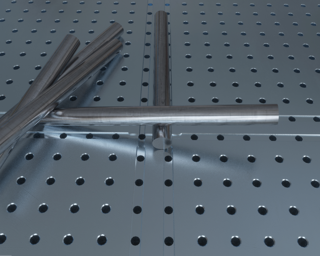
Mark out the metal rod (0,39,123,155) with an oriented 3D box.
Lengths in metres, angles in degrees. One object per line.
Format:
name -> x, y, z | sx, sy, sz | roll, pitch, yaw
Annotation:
metal rod -> -0.133, -0.051, 0.418 | 0.025, 0.025, 0.301 | 19, 43, 15

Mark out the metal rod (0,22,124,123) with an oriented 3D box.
metal rod -> -0.148, -0.078, 0.470 | 0.025, 0.025, 0.301 | 23, 53, 18

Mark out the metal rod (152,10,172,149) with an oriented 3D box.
metal rod -> 0.002, -0.095, 0.487 | 0.025, 0.025, 0.300 | 0, 50, 0

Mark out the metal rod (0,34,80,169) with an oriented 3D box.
metal rod -> -0.177, -0.013, 0.393 | 0.025, 0.025, 0.300 | 13, 58, 10

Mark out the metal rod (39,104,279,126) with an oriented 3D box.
metal rod -> -0.012, -0.015, 0.389 | 0.301, 0.025, 0.025 | 0, 50, 12
